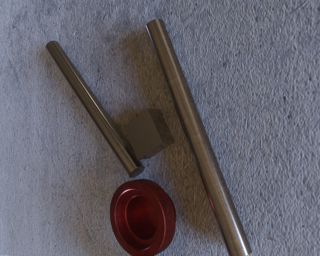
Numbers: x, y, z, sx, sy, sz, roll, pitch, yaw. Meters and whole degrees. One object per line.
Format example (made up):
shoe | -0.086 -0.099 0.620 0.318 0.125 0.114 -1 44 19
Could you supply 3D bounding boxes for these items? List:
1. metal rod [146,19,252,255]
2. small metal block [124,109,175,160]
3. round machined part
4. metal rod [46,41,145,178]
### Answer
metal rod | 0.040 0.000 0.371 0.025 0.025 0.299 -30 71 36
small metal block | -0.015 0.009 0.417 0.050 0.025 0.050 -37 67 33
round machined part | -0.018 0.116 0.409 0.098 0.042 0.097 0 90 40
metal rod | -0.114 -0.044 0.499 0.300 0.025 0.025 52 120 27
